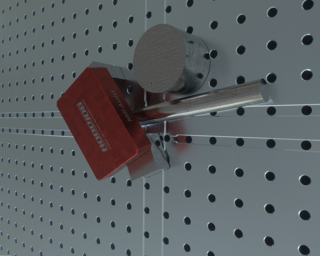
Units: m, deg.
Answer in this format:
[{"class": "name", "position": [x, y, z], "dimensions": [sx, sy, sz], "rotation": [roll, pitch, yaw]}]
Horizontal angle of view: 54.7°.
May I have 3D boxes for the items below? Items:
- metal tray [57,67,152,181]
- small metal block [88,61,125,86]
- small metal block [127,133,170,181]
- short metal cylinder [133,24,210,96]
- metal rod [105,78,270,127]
[{"class": "metal tray", "position": [-0.079, -0.006, 0.418], "dimensions": [0.090, 0.030, 0.130], "rotation": [-37, 79, 34]}, {"class": "small metal block", "position": [-0.090, -0.071, 0.464], "dimensions": [0.050, 0.050, 0.025], "rotation": [-39, 67, 33]}, {"class": "small metal block", "position": [-0.021, 0.040, 0.423], "dimensions": [0.050, 0.025, 0.050], "rotation": [-29, 72, 36]}, {"class": "short metal cylinder", "position": [0.013, -0.081, 0.379], "dimensions": [0.080, 0.050, 0.079], "rotation": [0, 90, 39]}, {"class": "metal rod", "position": [-0.007, -0.019, 0.413], "dimensions": [0.300, 0.025, 0.025], "rotation": [-10, 84, 39]}]
